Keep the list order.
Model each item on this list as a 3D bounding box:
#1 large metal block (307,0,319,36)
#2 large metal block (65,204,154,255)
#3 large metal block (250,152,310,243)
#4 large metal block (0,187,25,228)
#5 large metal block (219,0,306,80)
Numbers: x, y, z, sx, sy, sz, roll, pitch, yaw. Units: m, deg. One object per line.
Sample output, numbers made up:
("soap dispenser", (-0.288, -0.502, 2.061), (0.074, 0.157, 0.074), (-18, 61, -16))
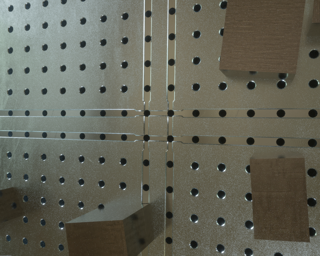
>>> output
("large metal block", (0.205, -0.144, 0.327), (0.080, 0.050, 0.080), (5, 92, 20))
("large metal block", (-0.063, 0.136, 0.406), (0.080, 0.080, 0.050), (-9, 87, 20))
("large metal block", (0.129, 0.069, 0.338), (0.050, 0.080, 0.080), (-4, 89, 20))
("large metal block", (-0.278, 0.139, 0.483), (0.080, 0.080, 0.050), (-31, 80, 17))
("large metal block", (0.117, -0.101, 0.358), (0.080, 0.050, 0.080), (7, 93, 20))
